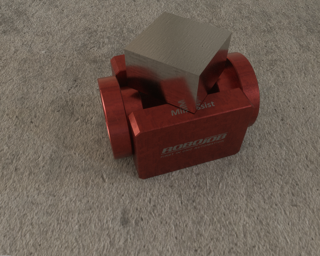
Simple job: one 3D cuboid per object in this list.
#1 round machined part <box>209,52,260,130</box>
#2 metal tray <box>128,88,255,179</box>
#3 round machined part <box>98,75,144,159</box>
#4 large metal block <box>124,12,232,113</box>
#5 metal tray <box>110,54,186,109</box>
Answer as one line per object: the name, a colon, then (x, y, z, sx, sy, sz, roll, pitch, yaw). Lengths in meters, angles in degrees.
round machined part: (0.083, -0.045, 0.395, 0.042, 0.097, 0.098, -12, 51, -10)
metal tray: (0.034, 0.008, 0.354, 0.131, 0.089, 0.030, -14, 52, -12)
round machined part: (-0.043, -0.015, 0.368, 0.042, 0.097, 0.098, -12, 51, -10)
large metal block: (0.020, -0.072, 0.330, 0.080, 0.050, 0.080, 24, 54, 18)
metal tray: (0.005, -0.063, 0.417, 0.131, 0.089, 0.030, -14, 52, -12)
